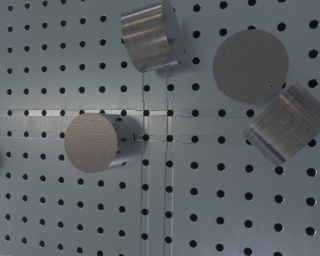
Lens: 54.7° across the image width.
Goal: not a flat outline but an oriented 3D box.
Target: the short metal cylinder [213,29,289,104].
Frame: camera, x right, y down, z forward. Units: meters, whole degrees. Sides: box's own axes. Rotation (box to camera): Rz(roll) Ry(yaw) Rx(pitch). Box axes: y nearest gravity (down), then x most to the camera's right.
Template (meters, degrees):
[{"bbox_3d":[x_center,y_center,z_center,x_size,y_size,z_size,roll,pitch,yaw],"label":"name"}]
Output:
[{"bbox_3d":[0.106,-0.068,0.362,0.080,0.050,0.079,0,90,20],"label":"short metal cylinder"}]

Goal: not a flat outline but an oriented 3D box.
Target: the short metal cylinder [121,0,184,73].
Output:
[{"bbox_3d":[-0.007,-0.113,0.386,0.050,0.080,0.080,-10,87,20],"label":"short metal cylinder"}]

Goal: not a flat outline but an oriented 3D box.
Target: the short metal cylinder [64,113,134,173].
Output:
[{"bbox_3d":[-0.083,0.019,0.429,0.080,0.050,0.079,0,90,20],"label":"short metal cylinder"}]

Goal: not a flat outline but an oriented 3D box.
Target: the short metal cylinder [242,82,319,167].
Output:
[{"bbox_3d":[0.136,-0.003,0.335,0.080,0.080,0.050,-47,76,14],"label":"short metal cylinder"}]
